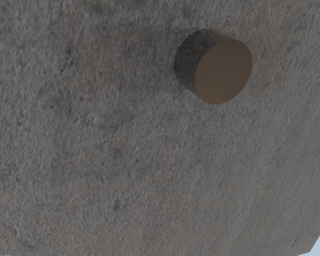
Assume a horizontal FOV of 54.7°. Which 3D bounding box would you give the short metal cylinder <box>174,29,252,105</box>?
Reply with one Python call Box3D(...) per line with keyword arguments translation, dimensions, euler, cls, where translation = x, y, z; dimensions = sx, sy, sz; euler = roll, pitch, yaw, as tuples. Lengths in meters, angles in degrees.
Box3D(translation=(0.065, -0.076, 0.381), dimensions=(0.081, 0.050, 0.079), euler=(-14, 125, -21), cls="short metal cylinder")
